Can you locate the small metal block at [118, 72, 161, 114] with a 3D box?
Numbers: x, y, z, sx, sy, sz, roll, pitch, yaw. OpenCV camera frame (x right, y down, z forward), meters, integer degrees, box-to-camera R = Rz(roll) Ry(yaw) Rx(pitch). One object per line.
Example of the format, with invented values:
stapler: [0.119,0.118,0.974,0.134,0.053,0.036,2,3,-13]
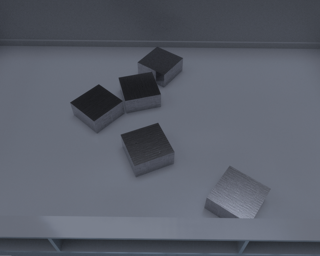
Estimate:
small metal block: [-0.029,-0.052,0.448,0.050,0.025,0.050,-12,51,-10]

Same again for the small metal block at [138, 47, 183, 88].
small metal block: [0.001,-0.096,0.486,0.050,0.025,0.050,29,56,22]

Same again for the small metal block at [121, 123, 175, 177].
small metal block: [-0.016,0.026,0.383,0.050,0.025,0.050,-18,52,-15]

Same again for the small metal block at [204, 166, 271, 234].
small metal block: [0.085,0.078,0.340,0.050,0.025,0.050,30,56,22]

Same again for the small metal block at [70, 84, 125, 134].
small metal block: [-0.086,-0.027,0.427,0.050,0.025,0.050,35,58,26]
